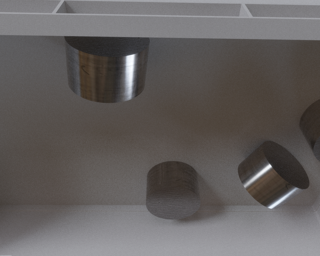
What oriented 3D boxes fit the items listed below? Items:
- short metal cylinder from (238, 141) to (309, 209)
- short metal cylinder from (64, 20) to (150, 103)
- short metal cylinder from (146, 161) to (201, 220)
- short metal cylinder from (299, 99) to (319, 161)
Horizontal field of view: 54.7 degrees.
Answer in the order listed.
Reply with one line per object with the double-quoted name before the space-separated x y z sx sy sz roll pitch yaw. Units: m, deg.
"short metal cylinder" 0.157 0.064 0.430 0.080 0.080 0.050 25 126 -20
"short metal cylinder" -0.053 -0.069 0.314 0.081 0.080 0.050 5 130 -5
"short metal cylinder" 0.019 0.096 0.475 0.081 0.050 0.079 0 130 0
"short metal cylinder" 0.230 0.003 0.399 0.081 0.050 0.079 0 130 0
